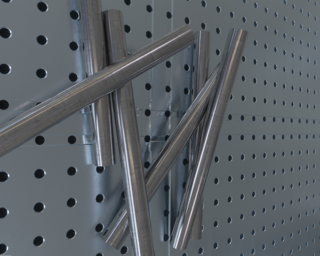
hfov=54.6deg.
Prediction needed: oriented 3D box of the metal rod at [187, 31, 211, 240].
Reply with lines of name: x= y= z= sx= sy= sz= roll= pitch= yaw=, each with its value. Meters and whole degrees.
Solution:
metal rod: x=0.055 y=0.009 z=0.453 sx=0.025 sy=0.025 sz=0.298 roll=5 pitch=87 yaw=-40

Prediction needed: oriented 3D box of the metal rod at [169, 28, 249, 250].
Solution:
metal rod: x=0.063 y=0.019 z=0.413 sx=0.025 sy=0.025 sz=0.298 roll=9 pitch=99 yaw=-40

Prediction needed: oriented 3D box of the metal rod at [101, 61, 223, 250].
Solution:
metal rod: x=0.023 y=0.017 z=0.406 sx=0.025 sy=0.025 sz=0.300 roll=46 pitch=69 yaw=-31

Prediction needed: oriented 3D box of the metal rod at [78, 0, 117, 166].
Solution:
metal rod: x=-0.075 y=-0.107 z=0.345 sx=0.025 sy=0.025 sz=0.298 roll=-8 pitch=95 yaw=-40

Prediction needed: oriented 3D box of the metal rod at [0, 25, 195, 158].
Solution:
metal rod: x=-0.080 y=-0.032 z=0.310 sx=0.302 sy=0.025 sz=0.025 roll=-35 pitch=112 yaw=-24

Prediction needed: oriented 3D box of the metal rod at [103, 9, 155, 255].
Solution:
metal rod: x=-0.036 y=0.015 z=0.354 sx=0.025 sy=0.025 sz=0.299 roll=-6 pitch=86 yaw=-40
